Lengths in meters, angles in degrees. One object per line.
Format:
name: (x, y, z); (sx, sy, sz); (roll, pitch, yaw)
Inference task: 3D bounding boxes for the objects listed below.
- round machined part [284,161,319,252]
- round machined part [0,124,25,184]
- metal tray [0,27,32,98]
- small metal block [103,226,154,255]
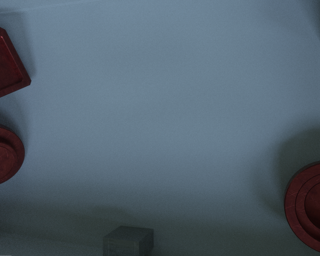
round machined part: (0.187, 0.083, 0.336); (0.098, 0.042, 0.097); (0, 90, 19)
round machined part: (-0.250, 0.044, 0.454); (0.042, 0.099, 0.097); (29, 101, 47)
metal tray: (-0.263, -0.077, 0.432); (0.030, 0.131, 0.090); (1, 119, 47)
small metal block: (-0.041, 0.152, 0.411); (0.050, 0.050, 0.025); (-1, 90, 19)
